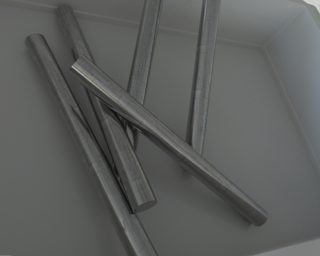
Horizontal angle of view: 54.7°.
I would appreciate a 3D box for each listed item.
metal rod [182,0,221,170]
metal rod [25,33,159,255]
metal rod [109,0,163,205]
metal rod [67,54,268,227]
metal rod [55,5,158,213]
[{"bbox_3d":[0.060,-0.092,0.416,0.025,0.025,0.298,11,83,-23],"label":"metal rod"},{"bbox_3d":[-0.083,0.010,0.335,0.025,0.025,0.299,-16,64,-35],"label":"metal rod"},{"bbox_3d":[-0.026,-0.056,0.380,0.025,0.025,0.299,16,70,-20],"label":"metal rod"},{"bbox_3d":[0.023,0.026,0.360,0.300,0.025,0.025,40,50,-19],"label":"metal rod"},{"bbox_3d":[-0.074,-0.043,0.363,0.025,0.025,0.299,-8,56,-32],"label":"metal rod"}]
